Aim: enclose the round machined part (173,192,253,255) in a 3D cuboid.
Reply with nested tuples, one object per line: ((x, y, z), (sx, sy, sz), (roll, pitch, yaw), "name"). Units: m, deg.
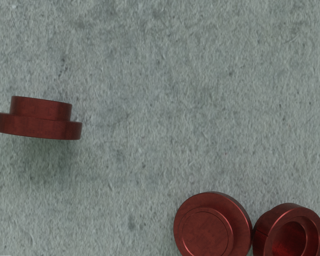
((0.061, 0.130, 0.383), (0.098, 0.042, 0.097), (-3, 82, 25), "round machined part")

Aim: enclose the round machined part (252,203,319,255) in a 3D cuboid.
((0.157, 0.142, 0.393), (0.099, 0.042, 0.097), (-2, 94, -22), "round machined part")

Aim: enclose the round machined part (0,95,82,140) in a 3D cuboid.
((-0.143, -0.013, 0.372), (0.099, 0.098, 0.042), (7, 90, -1), "round machined part")
